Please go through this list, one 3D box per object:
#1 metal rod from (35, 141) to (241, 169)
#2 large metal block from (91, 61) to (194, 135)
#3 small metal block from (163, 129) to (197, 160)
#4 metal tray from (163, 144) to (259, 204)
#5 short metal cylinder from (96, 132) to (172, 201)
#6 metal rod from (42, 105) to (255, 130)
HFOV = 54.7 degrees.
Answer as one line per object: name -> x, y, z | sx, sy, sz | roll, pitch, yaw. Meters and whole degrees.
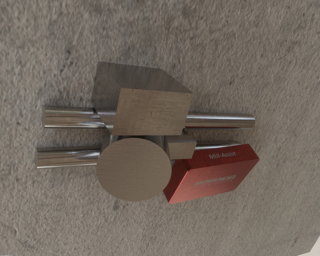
metal rod -> -0.009, 0.034, 0.426 | 0.303, 0.025, 0.025 | 0, 119, -29
large metal block -> -0.023, -0.033, 0.342 | 0.081, 0.080, 0.050 | 1, 118, -29
small metal block -> 0.012, 0.017, 0.411 | 0.050, 0.050, 0.025 | 1, 118, -29
metal tray -> 0.077, 0.070, 0.474 | 0.131, 0.030, 0.089 | -5, 138, -28
short metal cylinder -> -0.029, 0.036, 0.354 | 0.081, 0.050, 0.079 | -1, 114, -2
metal rod -> 0.007, -0.011, 0.407 | 0.303, 0.025, 0.025 | 1, 118, -29
